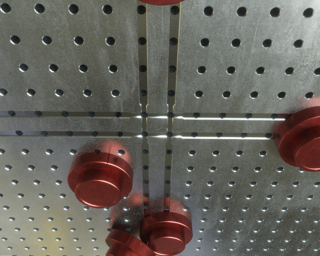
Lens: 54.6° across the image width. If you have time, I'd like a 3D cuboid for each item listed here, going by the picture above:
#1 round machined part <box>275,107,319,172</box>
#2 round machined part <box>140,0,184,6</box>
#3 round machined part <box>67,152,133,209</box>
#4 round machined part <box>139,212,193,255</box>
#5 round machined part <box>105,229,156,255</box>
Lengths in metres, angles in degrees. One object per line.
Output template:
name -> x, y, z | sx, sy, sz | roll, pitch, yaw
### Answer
round machined part -> 0.212, 0.022, 0.421 | 0.099, 0.042, 0.097 | 0, 130, 0
round machined part -> 0.001, -0.161, 0.264 | 0.099, 0.042, 0.097 | 0, 130, 0
round machined part -> -0.091, 0.086, 0.472 | 0.099, 0.042, 0.097 | 0, 130, 0
round machined part -> 0.011, 0.200, 0.571 | 0.099, 0.042, 0.097 | 0, 130, 0
round machined part -> -0.060, 0.233, 0.570 | 0.098, 0.042, 0.098 | 22, 143, 18
